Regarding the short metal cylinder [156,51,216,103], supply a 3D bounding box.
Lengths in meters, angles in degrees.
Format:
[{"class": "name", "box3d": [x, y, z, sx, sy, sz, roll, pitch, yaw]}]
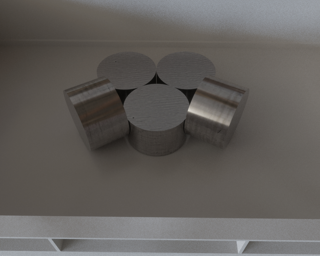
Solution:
[{"class": "short metal cylinder", "box3d": [0.035, -0.064, 0.441, 0.080, 0.050, 0.080, 0, 50, 0]}]

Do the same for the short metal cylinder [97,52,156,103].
[{"class": "short metal cylinder", "box3d": [-0.045, -0.064, 0.440, 0.080, 0.050, 0.080, 0, 50, 0]}]

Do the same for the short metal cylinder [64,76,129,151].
[{"class": "short metal cylinder", "box3d": [-0.079, -0.018, 0.382, 0.050, 0.080, 0.080, -24, 54, -19]}]

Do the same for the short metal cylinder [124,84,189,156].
[{"class": "short metal cylinder", "box3d": [-0.004, -0.011, 0.396, 0.080, 0.050, 0.080, 0, 50, 0]}]

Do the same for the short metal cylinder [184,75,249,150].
[{"class": "short metal cylinder", "box3d": [0.071, -0.020, 0.384, 0.050, 0.080, 0.080, 23, 54, 18]}]
